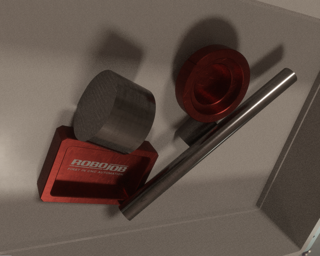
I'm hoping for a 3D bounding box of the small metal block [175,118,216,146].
[{"bbox_3d":[0.059,0.007,0.447,0.050,0.025,0.050,-44,130,2],"label":"small metal block"}]

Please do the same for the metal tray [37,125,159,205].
[{"bbox_3d":[-0.077,0.053,0.396,0.131,0.030,0.089,13,112,-34],"label":"metal tray"}]

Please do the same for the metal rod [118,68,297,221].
[{"bbox_3d":[0.069,0.019,0.426,0.301,0.025,0.025,-39,130,-5],"label":"metal rod"}]

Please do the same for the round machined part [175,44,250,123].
[{"bbox_3d":[0.063,-0.059,0.397,0.099,0.042,0.097,-14,124,-21],"label":"round machined part"}]

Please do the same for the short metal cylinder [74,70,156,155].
[{"bbox_3d":[-0.050,-0.016,0.337,0.050,0.080,0.080,24,105,-37],"label":"short metal cylinder"}]
